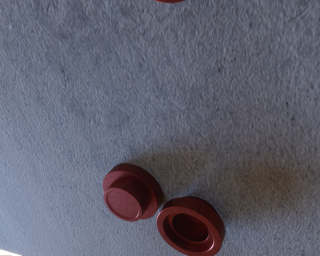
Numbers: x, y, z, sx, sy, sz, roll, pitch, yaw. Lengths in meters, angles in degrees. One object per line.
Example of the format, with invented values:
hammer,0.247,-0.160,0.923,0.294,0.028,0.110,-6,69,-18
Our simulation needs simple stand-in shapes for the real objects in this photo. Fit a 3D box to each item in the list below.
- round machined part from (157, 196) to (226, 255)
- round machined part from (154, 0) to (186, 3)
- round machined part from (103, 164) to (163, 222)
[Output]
round machined part,0.048,0.140,0.456,0.098,0.042,0.097,13,124,20
round machined part,0.014,-0.169,0.283,0.098,0.042,0.097,13,124,20
round machined part,-0.049,0.108,0.486,0.098,0.042,0.097,13,124,20
